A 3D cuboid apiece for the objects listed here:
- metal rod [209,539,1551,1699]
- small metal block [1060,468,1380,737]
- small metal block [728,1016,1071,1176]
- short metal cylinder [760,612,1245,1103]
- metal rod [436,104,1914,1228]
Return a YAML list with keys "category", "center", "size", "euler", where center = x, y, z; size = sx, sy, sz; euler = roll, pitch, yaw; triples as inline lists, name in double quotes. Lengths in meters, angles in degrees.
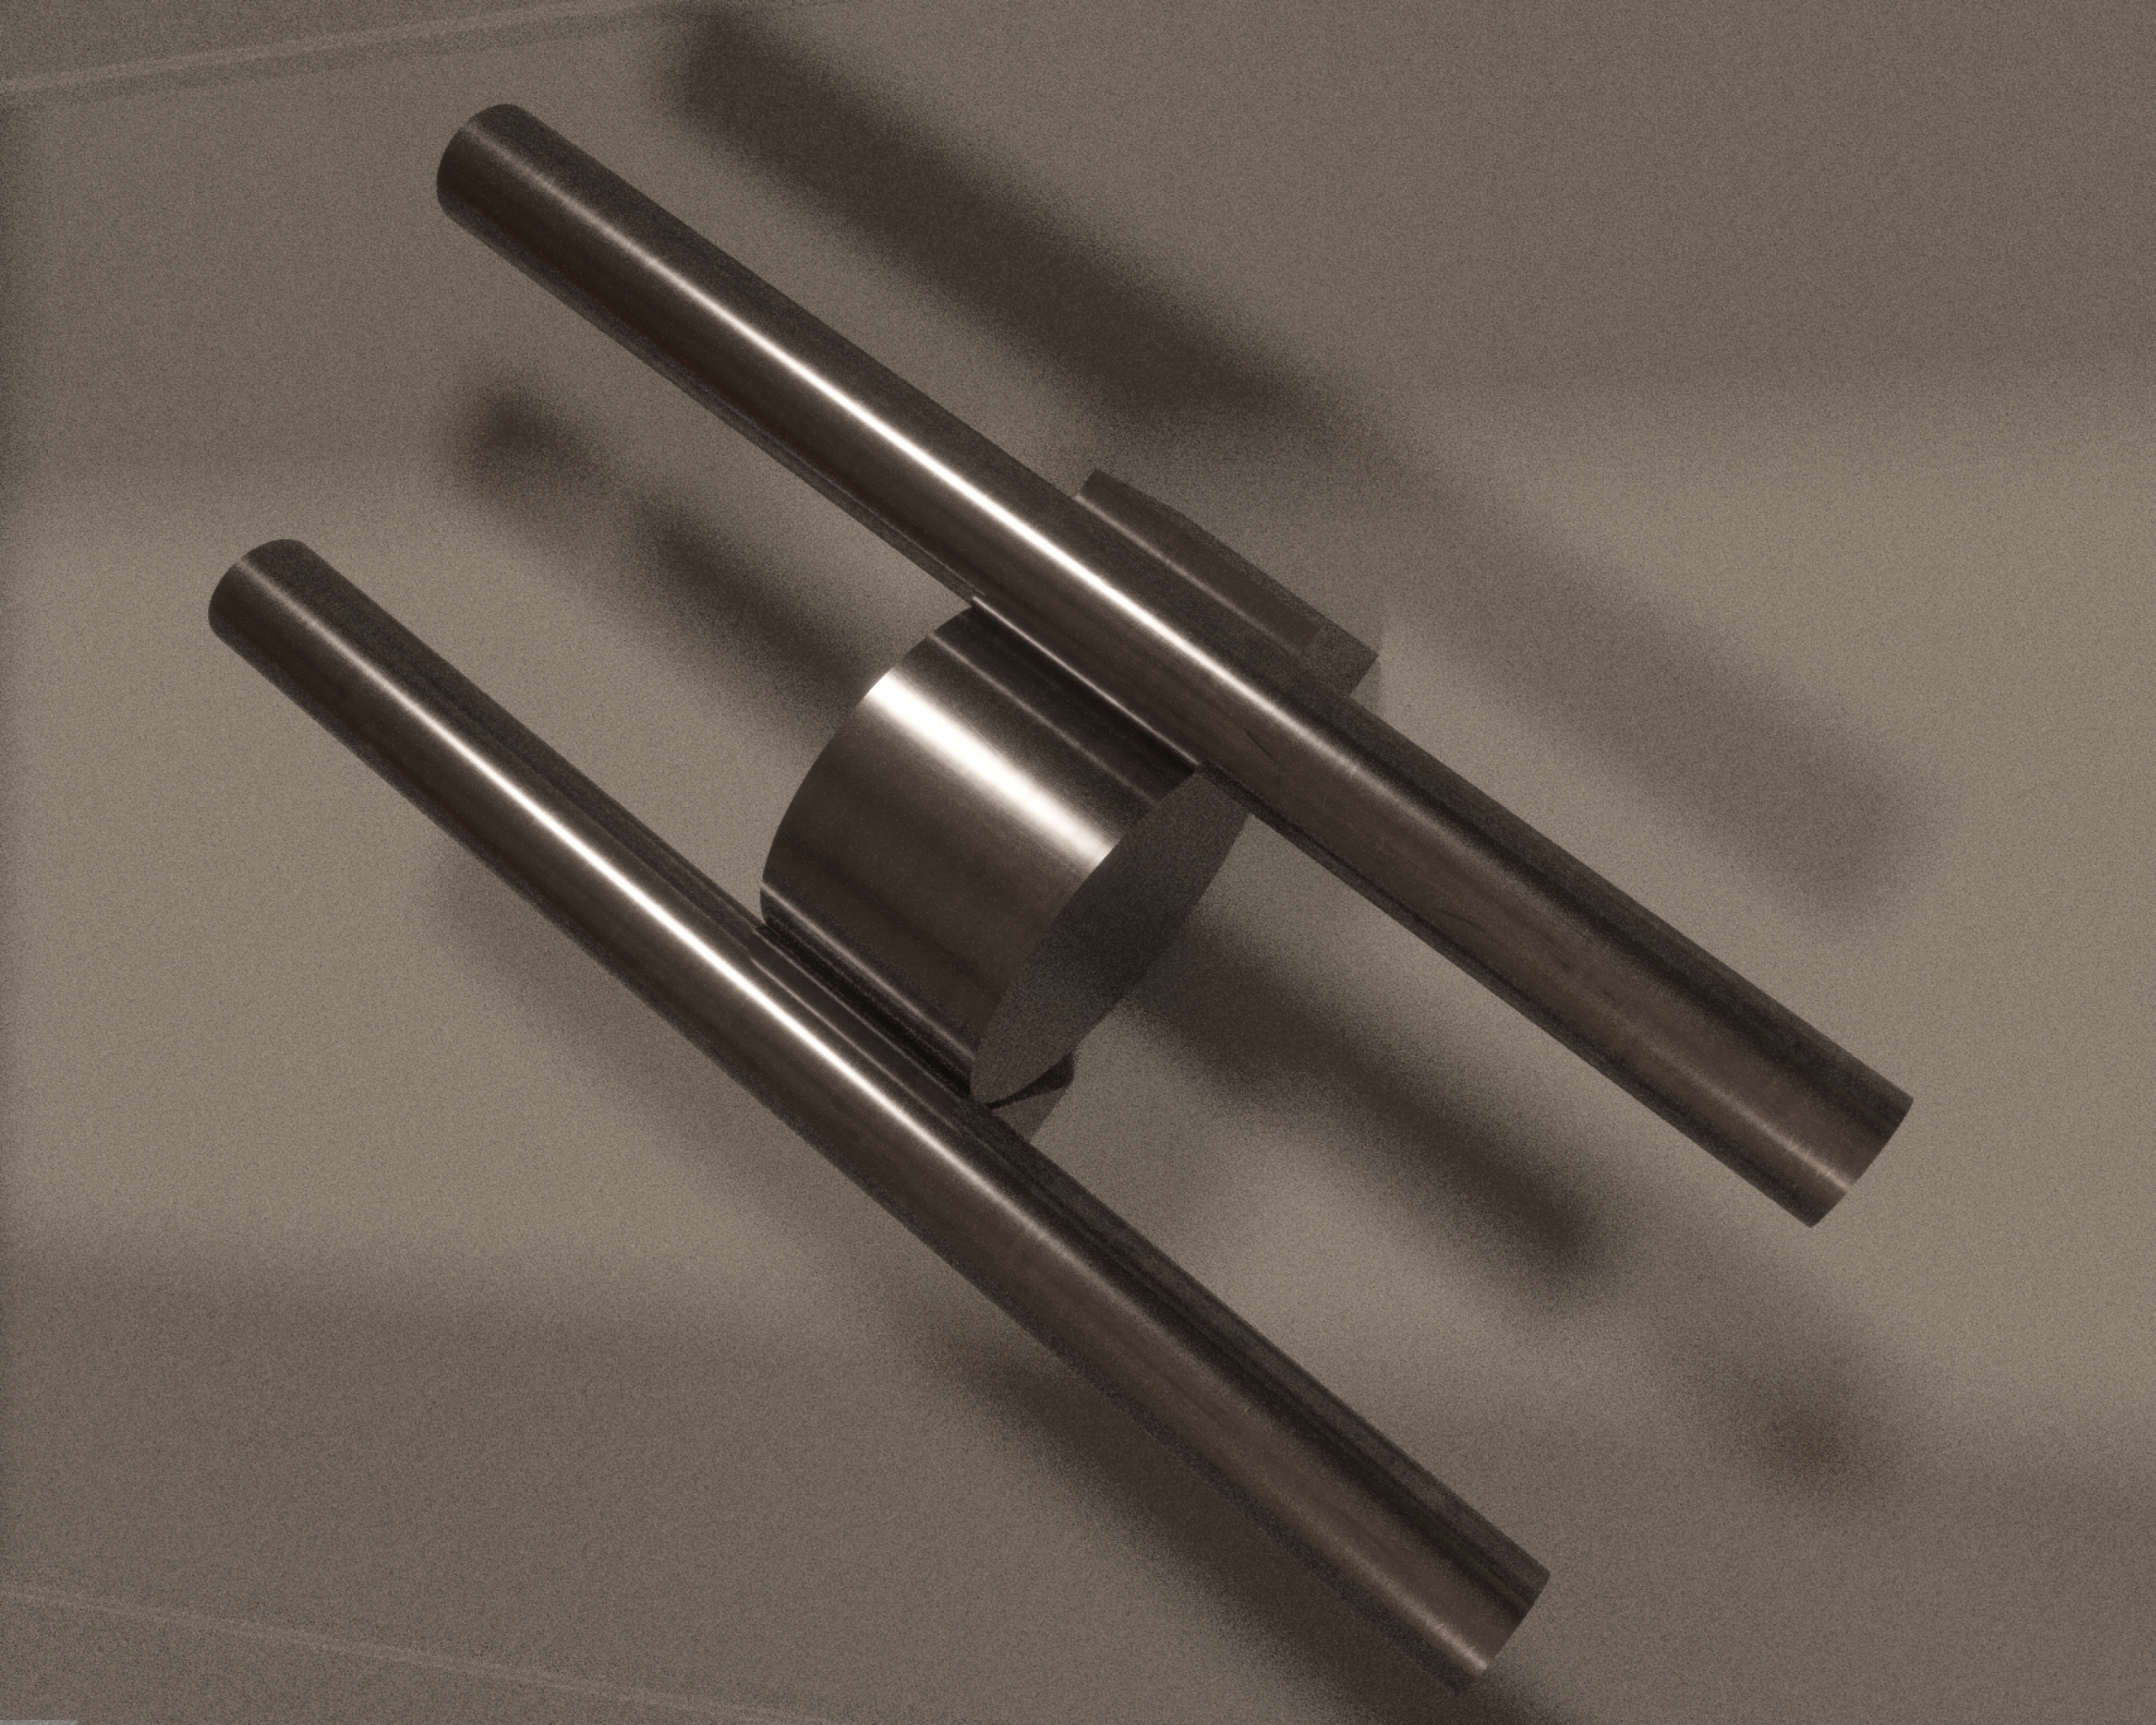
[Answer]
- category: "metal rod"
  center: [-0.047, 0.035, 0.373]
  size: [0.300, 0.025, 0.025]
  euler: [38, 102, 16]
- category: "small metal block"
  center: [0.023, -0.045, 0.386]
  size: [0.050, 0.050, 0.025]
  euler: [38, 102, 15]
- category: "small metal block"
  center: [-0.036, 0.040, 0.407]
  size: [0.050, 0.050, 0.025]
  euler: [38, 102, 15]
- category: "short metal cylinder"
  center: [-0.012, -0.003, 0.383]
  size: [0.050, 0.080, 0.080]
  euler: [38, 102, 15]
- category: "metal rod"
  center: [0.003, -0.043, 0.354]
  size: [0.300, 0.025, 0.025]
  euler: [38, 102, 15]
